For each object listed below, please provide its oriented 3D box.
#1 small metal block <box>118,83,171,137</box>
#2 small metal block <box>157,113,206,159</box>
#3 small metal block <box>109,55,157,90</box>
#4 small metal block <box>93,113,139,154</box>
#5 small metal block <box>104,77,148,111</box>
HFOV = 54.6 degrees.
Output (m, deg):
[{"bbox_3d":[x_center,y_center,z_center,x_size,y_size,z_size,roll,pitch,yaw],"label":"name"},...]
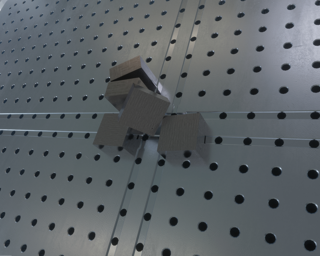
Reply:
[{"bbox_3d":[-0.022,-0.024,0.403,0.050,0.050,0.025,-63,17,16],"label":"small metal block"},{"bbox_3d":[0.028,0.011,0.388,0.050,0.025,0.050,-4,60,26],"label":"small metal block"},{"bbox_3d":[-0.039,-0.073,0.459,0.050,0.050,0.025,-21,54,16],"label":"small metal block"},{"bbox_3d":[-0.060,0.007,0.436,0.050,0.025,0.050,2,63,29],"label":"small metal block"},{"bbox_3d":[-0.042,-0.044,0.442,0.050,0.050,0.025,-4,60,26],"label":"small metal block"}]
